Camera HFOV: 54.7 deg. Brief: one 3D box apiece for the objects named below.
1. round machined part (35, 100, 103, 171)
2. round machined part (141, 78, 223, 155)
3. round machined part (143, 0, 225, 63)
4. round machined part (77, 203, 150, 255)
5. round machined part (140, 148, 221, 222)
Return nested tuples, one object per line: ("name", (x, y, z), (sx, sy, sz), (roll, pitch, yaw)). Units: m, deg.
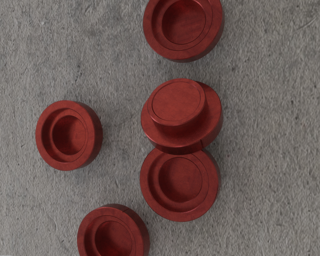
("round machined part", (-0.125, 0.010, 0.444), (0.098, 0.042, 0.097), (0, 90, 20))
("round machined part", (0.023, -0.020, 0.368), (0.098, 0.042, 0.098), (-8, 55, 12))
("round machined part", (0.032, -0.130, 0.389), (0.098, 0.042, 0.097), (0, 90, 20))
("round machined part", (-0.059, 0.151, 0.421), (0.098, 0.042, 0.097), (0, 90, 20))
("round machined part", (0.028, 0.064, 0.390), (0.098, 0.042, 0.097), (0, 90, 20))
